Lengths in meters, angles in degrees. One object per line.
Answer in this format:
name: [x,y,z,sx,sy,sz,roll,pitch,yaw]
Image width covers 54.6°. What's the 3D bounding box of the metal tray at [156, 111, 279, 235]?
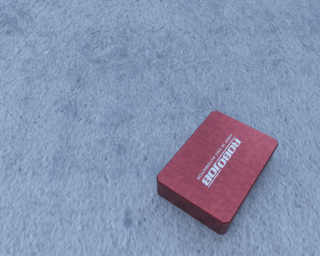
metal tray: [0.068,0.045,0.363,0.090,0.030,0.131,29,56,22]
